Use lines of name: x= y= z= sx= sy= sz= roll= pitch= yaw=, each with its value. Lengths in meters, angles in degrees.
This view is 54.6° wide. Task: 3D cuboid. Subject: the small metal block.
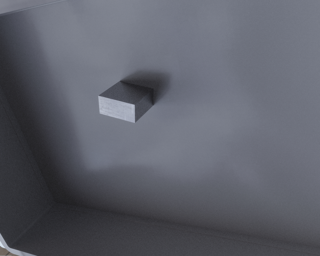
small metal block: x=-0.042 y=-0.034 z=0.394 sx=0.050 sy=0.050 sz=0.025 roll=15 pitch=125 yaw=20
